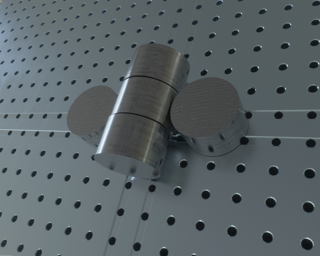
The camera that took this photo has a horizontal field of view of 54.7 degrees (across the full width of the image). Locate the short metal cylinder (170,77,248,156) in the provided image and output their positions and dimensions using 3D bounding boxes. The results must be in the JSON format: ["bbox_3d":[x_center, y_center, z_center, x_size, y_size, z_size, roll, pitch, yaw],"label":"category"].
[{"bbox_3d":[0.059,-0.013,0.367,0.080,0.050,0.080,-13,56,20],"label":"short metal cylinder"}]

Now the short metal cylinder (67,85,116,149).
[{"bbox_3d":[-0.084,-0.014,0.442,0.080,0.050,0.080,-13,56,20],"label":"short metal cylinder"}]

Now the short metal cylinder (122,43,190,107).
[{"bbox_3d":[-0.005,-0.067,0.414,0.080,0.080,0.050,3,63,29],"label":"short metal cylinder"}]

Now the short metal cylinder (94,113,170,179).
[{"bbox_3d":[-0.033,0.024,0.373,0.080,0.080,0.050,1,63,28],"label":"short metal cylinder"}]

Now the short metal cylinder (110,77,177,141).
[{"bbox_3d":[-0.018,-0.021,0.393,0.080,0.080,0.050,2,63,29],"label":"short metal cylinder"}]
